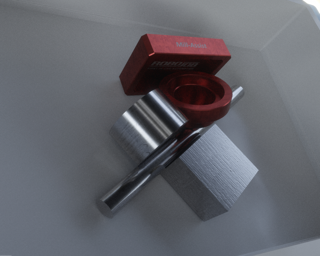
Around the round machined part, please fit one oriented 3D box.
[{"bbox_3d":[0.046,-0.036,0.424,0.099,0.042,0.098,3,39,-2],"label":"round machined part"}]

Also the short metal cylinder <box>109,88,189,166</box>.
[{"bbox_3d":[-0.012,-0.001,0.364,0.050,0.080,0.080,48,51,4],"label":"short metal cylinder"}]

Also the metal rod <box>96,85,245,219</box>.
[{"bbox_3d":[0.035,0.012,0.417,0.025,0.025,0.302,48,51,5],"label":"metal rod"}]

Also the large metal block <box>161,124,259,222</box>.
[{"bbox_3d":[0.062,0.055,0.388,0.080,0.050,0.080,48,51,5],"label":"large metal block"}]

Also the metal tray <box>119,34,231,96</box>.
[{"bbox_3d":[0.021,-0.083,0.424,0.131,0.090,0.030,-7,65,-32],"label":"metal tray"}]
